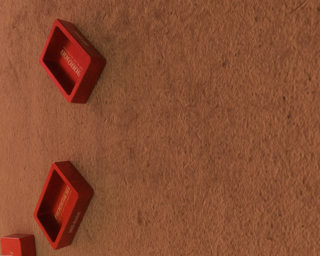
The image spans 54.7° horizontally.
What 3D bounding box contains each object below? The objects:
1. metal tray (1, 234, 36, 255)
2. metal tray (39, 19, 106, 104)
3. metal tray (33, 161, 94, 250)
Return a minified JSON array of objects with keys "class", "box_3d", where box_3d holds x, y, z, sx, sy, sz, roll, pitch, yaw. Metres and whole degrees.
[{"class":"metal tray","box_3d":[-0.291,0.290,0.642,0.090,0.030,0.129,-14,81,39]},{"class":"metal tray","box_3d":[-0.153,-0.114,0.527,0.130,0.030,0.089,48,118,29]},{"class":"metal tray","box_3d":[-0.173,0.134,0.544,0.090,0.030,0.129,40,114,32]}]
